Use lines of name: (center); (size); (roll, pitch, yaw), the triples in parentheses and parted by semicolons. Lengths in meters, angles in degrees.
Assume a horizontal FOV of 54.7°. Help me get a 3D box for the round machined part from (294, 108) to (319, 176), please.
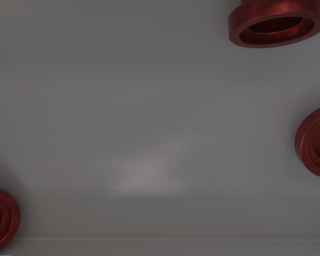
round machined part: (0.227, 0.014, 0.409); (0.099, 0.042, 0.097); (0, 110, 0)

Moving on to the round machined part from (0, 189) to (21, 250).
round machined part: (-0.251, 0.127, 0.429); (0.099, 0.042, 0.097); (-8, 103, -40)

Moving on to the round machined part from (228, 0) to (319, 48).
round machined part: (0.123, -0.123, 0.334); (0.099, 0.098, 0.042); (-2, 85, 0)
